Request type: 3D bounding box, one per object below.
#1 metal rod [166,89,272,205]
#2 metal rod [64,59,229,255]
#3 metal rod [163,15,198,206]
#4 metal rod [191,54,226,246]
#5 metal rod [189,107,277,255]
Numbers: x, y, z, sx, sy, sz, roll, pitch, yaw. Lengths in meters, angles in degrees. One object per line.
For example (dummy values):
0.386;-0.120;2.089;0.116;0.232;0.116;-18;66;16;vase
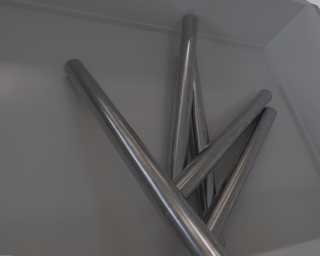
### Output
0.099;0.007;0.429;0.025;0.025;0.302;48;44;5;metal rod
-0.034;0.012;0.302;0.025;0.025;0.300;-10;42;-32;metal rod
0.033;-0.043;0.431;0.025;0.025;0.299;18;60;-18;metal rod
0.054;0.007;0.430;0.025;0.025;0.299;10;57;-23;metal rod
0.110;0.051;0.411;0.025;0.025;0.302;43;44;1;metal rod
